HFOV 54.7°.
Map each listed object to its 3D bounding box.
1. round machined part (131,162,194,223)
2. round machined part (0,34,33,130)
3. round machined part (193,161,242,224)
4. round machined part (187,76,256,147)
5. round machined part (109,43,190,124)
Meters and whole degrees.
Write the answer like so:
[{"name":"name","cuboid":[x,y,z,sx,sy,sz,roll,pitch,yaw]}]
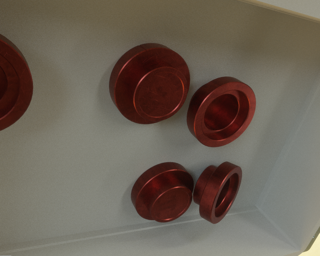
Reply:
[{"name":"round machined part","cuboid":[0.010,0.103,0.469,0.099,0.042,0.097,-14,125,-21]},{"name":"round machined part","cuboid":[-0.169,-0.045,0.278,0.099,0.042,0.097,-14,125,-21]},{"name":"round machined part","cuboid":[0.089,0.098,0.493,0.099,0.042,0.097,-33,134,-42]},{"name":"round machined part","cuboid":[0.079,-0.025,0.428,0.099,0.042,0.097,-14,125,-21]},{"name":"round machined part","cuboid":[-0.007,-0.047,0.367,0.099,0.042,0.097,-14,125,-21]}]
